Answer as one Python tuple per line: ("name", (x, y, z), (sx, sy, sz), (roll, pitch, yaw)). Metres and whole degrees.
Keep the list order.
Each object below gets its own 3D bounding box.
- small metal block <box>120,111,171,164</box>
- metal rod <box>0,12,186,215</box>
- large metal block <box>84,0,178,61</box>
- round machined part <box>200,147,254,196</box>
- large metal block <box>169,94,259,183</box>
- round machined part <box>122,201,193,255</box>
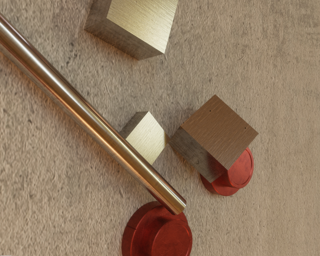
("small metal block", (-0.022, 0.014, 0.387), (0.050, 0.025, 0.050), (53, 59, -27))
("metal rod", (-0.069, -0.003, 0.330), (0.300, 0.025, 0.025), (48, 61, -24))
("large metal block", (-0.031, -0.136, 0.362), (0.080, 0.050, 0.080), (23, 76, -38))
("round machined part", (0.110, 0.058, 0.486), (0.099, 0.042, 0.097), (0, 90, -40))
("large metal block", (0.073, 0.014, 0.426), (0.080, 0.050, 0.080), (44, 57, 8))
("round machined part", (0.003, 0.146, 0.397), (0.099, 0.042, 0.097), (0, 90, -40))
